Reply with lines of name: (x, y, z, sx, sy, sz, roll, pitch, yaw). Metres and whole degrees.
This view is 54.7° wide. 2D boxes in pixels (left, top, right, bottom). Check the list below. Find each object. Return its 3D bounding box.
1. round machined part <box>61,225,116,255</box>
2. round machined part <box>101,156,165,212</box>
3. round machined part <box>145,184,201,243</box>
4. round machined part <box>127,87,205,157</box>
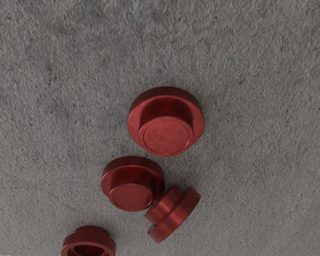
round machined part: (-0.131, 0.220, 0.582, 0.099, 0.042, 0.097, 0, 130, 0)
round machined part: (-0.041, 0.091, 0.473, 0.099, 0.042, 0.097, 0, 130, 0)
round machined part: (0.014, 0.124, 0.475, 0.042, 0.099, 0.097, 44, 123, 6)
round machined part: (0.008, -0.001, 0.395, 0.099, 0.042, 0.097, 0, 130, 0)
